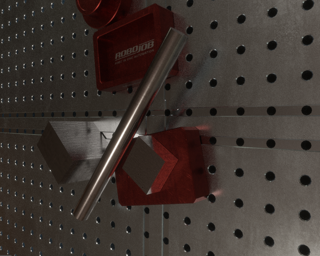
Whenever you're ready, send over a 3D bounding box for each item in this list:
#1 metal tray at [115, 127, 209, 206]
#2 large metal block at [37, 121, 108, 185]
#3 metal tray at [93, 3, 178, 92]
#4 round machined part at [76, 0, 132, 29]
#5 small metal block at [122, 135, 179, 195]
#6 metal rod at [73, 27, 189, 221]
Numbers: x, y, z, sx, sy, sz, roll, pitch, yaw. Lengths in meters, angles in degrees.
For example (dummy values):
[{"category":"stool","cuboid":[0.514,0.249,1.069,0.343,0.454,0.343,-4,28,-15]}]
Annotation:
[{"category":"metal tray","cuboid":[-0.005,0.053,0.408,0.130,0.030,0.090,-14,81,38]},{"category":"large metal block","cuboid":[-0.127,0.035,0.476,0.080,0.081,0.050,50,119,28]},{"category":"metal tray","cuboid":[-0.039,-0.106,0.435,0.130,0.030,0.089,-8,85,39]},{"category":"round machined part","cuboid":[-0.091,-0.201,0.471,0.098,0.042,0.097,0,90,39]},{"category":"small metal block","cuboid":[-0.013,0.044,0.378,0.050,0.025,0.050,41,115,32]},{"category":"metal rod","cuboid":[-0.048,0.011,0.406,0.025,0.025,0.298,45,116,30]}]
